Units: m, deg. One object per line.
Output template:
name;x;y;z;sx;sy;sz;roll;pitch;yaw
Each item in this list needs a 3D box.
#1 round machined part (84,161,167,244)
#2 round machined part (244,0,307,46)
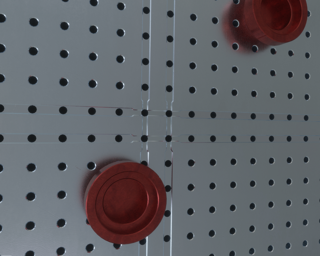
round machined part;-0.045;0.089;0.387;0.099;0.042;0.097;0;90;-20
round machined part;0.167;-0.172;0.464;0.099;0.042;0.097;0;90;-20
